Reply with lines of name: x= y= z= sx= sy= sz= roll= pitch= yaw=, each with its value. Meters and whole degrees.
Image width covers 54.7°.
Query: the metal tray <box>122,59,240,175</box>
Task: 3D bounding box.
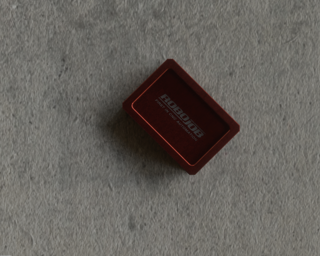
metal tray: x=0.027 y=-0.014 z=0.407 sx=0.090 sy=0.030 sz=0.130 roll=-45 pitch=91 yaw=0
